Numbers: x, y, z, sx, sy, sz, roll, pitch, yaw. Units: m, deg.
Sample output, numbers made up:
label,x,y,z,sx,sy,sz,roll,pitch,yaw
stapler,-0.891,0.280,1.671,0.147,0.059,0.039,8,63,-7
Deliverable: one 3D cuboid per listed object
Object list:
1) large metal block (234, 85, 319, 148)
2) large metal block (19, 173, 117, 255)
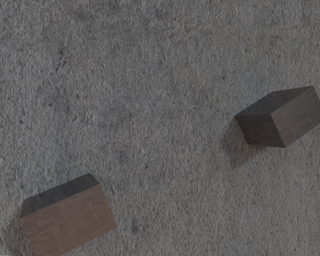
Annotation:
label,x,y,z,sx,sy,sz,roll,pitch,yaw
large metal block,0.169,-0.016,0.442,0.080,0.080,0.050,-31,100,-17
large metal block,-0.102,0.094,0.342,0.081,0.080,0.050,-22,98,-19
